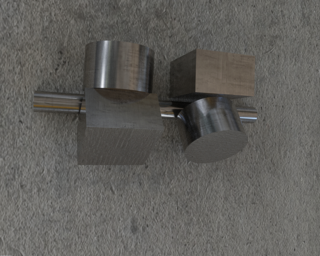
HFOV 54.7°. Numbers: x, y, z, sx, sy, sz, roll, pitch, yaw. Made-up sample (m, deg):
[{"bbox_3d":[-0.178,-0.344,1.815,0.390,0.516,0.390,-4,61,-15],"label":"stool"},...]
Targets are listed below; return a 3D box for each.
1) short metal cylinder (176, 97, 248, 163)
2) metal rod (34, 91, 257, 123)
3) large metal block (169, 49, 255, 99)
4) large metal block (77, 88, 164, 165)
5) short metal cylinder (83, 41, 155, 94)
[{"bbox_3d":[0.066,0.004,0.399,0.081,0.080,0.050,2,55,-20],"label":"short metal cylinder"},{"bbox_3d":[-0.004,-0.025,0.411,0.302,0.025,0.025,2,89,-20],"label":"metal rod"},{"bbox_3d":[0.065,-0.065,0.405,0.081,0.080,0.050,1,90,-20],"label":"large metal block"},{"bbox_3d":[-0.050,0.002,0.356,0.081,0.080,0.050,3,55,-21],"label":"large metal block"},{"bbox_3d":[-0.048,-0.066,0.363,0.081,0.080,0.050,4,89,-20],"label":"short metal cylinder"}]
